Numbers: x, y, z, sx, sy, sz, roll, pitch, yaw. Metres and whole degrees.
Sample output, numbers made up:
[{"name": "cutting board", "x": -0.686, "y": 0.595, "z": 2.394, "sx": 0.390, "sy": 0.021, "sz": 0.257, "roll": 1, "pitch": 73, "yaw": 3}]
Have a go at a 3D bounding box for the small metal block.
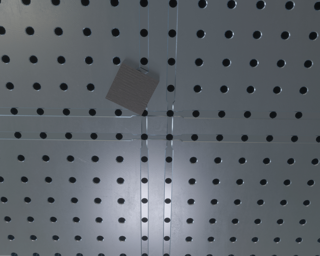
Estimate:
[{"name": "small metal block", "x": -0.034, "y": -0.051, "z": 0.394, "sx": 0.050, "sy": 0.025, "sz": 0.050, "roll": 26, "pitch": 108, "yaw": -9}]
